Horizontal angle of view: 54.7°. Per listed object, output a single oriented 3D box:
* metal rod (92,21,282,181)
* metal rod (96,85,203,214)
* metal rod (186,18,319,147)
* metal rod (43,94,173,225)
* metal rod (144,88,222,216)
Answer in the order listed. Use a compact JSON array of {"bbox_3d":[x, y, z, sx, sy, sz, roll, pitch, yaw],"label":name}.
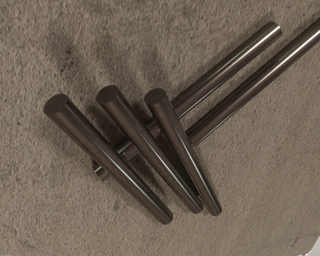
[{"bbox_3d":[0.037,-0.036,0.406,0.300,0.025,0.025,-39,130,-2],"label":"metal rod"},{"bbox_3d":[0.005,0.050,0.416,0.025,0.025,0.300,-38,138,-3],"label":"metal rod"},{"bbox_3d":[0.157,-0.079,0.445,0.300,0.025,0.025,-40,130,-1],"label":"metal rod"},{"bbox_3d":[-0.042,0.062,0.392,0.025,0.025,0.299,-37,139,-4],"label":"metal rod"},{"bbox_3d":[0.047,0.056,0.447,0.025,0.025,0.299,-35,136,-5],"label":"metal rod"}]
